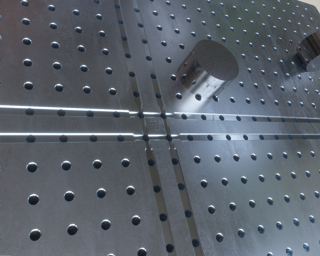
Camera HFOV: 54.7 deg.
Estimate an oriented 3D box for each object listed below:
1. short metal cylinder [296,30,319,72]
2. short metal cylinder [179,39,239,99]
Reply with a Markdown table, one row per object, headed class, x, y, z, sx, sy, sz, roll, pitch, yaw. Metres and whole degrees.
| class | x | y | z | sx | sy | sz | roll | pitch | yaw |
| --- | --- | --- | --- | --- | --- | --- | --- | --- | --- |
| short metal cylinder | 0.342 | -0.164 | 0.661 | 0.081 | 0.080 | 0.050 | -2 | 63 | -30 |
| short metal cylinder | 0.077 | -0.093 | 0.493 | 0.081 | 0.050 | 0.080 | 14 | 56 | -21 |
